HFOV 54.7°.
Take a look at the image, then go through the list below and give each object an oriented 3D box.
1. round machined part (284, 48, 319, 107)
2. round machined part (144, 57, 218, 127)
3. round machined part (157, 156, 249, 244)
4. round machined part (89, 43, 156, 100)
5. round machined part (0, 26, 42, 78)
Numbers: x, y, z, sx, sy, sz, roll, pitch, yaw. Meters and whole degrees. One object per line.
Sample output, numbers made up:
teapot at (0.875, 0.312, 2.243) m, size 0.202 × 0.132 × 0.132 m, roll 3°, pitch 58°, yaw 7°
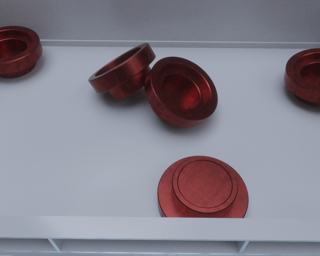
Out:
round machined part at (0.231, -0.069, 0.447) m, size 0.098 × 0.042 × 0.098 m, roll -6°, pitch 48°, yaw 7°
round machined part at (0.025, -0.044, 0.415) m, size 0.099 × 0.042 × 0.098 m, roll 13°, pitch 58°, yaw -21°
round machined part at (0.046, 0.070, 0.336) m, size 0.099 × 0.042 × 0.098 m, roll 0°, pitch 50°, yaw 0°
round machined part at (-0.048, -0.076, 0.436) m, size 0.098 × 0.042 × 0.098 m, roll -27°, pitch 21°, yaw 12°
round machined part at (-0.236, -0.116, 0.489) m, size 0.099 × 0.042 × 0.098 m, roll 1°, pitch 50°, yaw -1°
